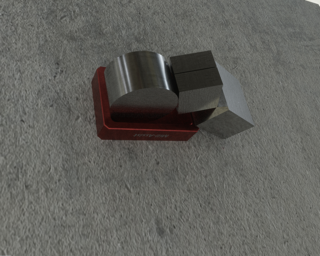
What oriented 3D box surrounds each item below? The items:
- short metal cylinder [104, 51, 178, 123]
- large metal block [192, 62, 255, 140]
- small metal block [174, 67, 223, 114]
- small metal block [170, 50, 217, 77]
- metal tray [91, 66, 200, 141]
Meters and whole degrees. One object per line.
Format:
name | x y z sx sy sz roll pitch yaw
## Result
short metal cylinder | -0.023 -0.046 0.369 0.081 0.080 0.050 1 62 -28
large metal block | 0.083 -0.038 0.438 0.080 0.050 0.080 22 49 -48
small metal block | 0.044 -0.044 0.372 0.050 0.050 0.025 -11 63 -4
small metal block | 0.039 -0.066 0.383 0.050 0.050 0.025 -11 63 -4
metal tray | -0.019 -0.030 0.410 0.131 0.030 0.090 2 61 -27
